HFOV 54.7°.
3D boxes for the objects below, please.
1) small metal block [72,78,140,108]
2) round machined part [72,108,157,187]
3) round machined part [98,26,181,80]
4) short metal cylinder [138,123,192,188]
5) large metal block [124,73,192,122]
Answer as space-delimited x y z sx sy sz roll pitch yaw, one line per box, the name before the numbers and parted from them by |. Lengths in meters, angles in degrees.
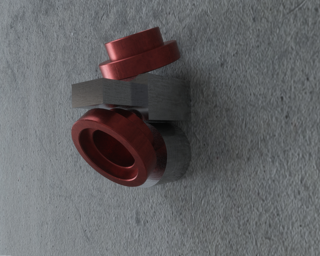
small metal block | -0.058 -0.035 0.331 0.050 0.050 0.025 -3 88 40
round machined part | -0.046 0.017 0.345 0.098 0.042 0.097 21 139 20
round machined part | -0.028 -0.092 0.375 0.098 0.099 0.042 -3 113 39
short metal cylinder | -0.007 0.032 0.395 0.080 0.050 0.079 0 90 39
large metal block | -0.018 -0.032 0.382 0.080 0.081 0.050 -2 89 39
